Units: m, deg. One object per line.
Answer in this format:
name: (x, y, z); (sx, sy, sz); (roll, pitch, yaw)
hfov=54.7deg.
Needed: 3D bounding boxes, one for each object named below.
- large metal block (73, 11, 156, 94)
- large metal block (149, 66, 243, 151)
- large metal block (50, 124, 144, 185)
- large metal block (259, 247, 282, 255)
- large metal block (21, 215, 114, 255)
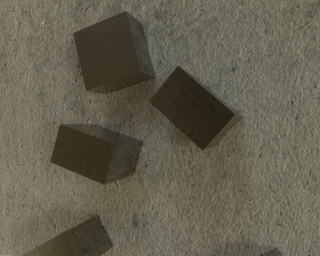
large metal block: (-0.061, -0.097, 0.417); (0.080, 0.050, 0.080); (-15, 85, 19)
large metal block: (0.046, -0.022, 0.364); (0.080, 0.080, 0.050); (43, 104, 15)
large metal block: (-0.080, 0.030, 0.408); (0.080, 0.080, 0.050); (18, 96, 19)
large metal block: (0.120, 0.198, 0.353); (0.080, 0.050, 0.080); (-33, 79, 17)
large metal block: (-0.125, 0.169, 0.424); (0.080, 0.080, 0.050); (-32, 80, 17)
